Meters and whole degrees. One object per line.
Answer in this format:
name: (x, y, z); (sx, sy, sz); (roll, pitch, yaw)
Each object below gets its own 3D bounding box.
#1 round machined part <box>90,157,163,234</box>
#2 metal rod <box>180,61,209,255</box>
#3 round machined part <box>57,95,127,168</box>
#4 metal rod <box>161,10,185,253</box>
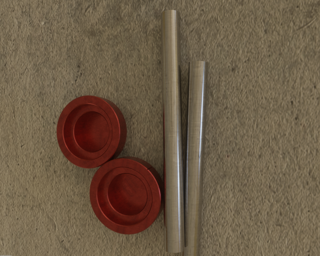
round machined part: (-0.040, 0.086, 0.412); (0.098, 0.042, 0.097); (1, 92, 17)
metal rod: (0.042, 0.067, 0.393); (0.025, 0.025, 0.298); (3, 91, 20)
round machined part: (-0.090, 0.005, 0.432); (0.098, 0.042, 0.097); (0, 90, 20)
metal rod: (0.016, 0.000, 0.391); (0.025, 0.025, 0.298); (-2, 85, 20)
